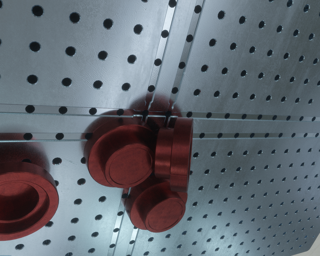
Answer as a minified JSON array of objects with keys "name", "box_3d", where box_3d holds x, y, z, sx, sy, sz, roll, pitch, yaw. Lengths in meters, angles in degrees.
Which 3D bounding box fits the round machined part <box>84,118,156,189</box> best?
[{"name":"round machined part","box_3d":[-0.045,0.039,0.401,0.099,0.042,0.097,-14,125,-21]}]

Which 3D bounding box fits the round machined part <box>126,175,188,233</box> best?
[{"name":"round machined part","box_3d":[0.000,0.122,0.478,0.099,0.042,0.097,-14,124,-21]}]

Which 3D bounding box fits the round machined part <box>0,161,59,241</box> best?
[{"name":"round machined part","box_3d":[-0.171,0.078,0.356,0.099,0.042,0.097,-14,125,-21]}]

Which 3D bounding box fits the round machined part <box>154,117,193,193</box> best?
[{"name":"round machined part","box_3d":[0.019,0.034,0.409,0.042,0.098,0.097,4,122,8]}]
